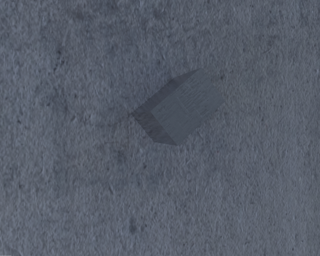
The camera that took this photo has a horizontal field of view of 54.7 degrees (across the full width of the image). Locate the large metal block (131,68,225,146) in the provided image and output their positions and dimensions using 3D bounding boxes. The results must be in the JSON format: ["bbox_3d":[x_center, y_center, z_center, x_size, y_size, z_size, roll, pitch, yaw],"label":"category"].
[{"bbox_3d":[0.020,-0.025,0.388,0.080,0.080,0.050,-42,104,-15],"label":"large metal block"}]
